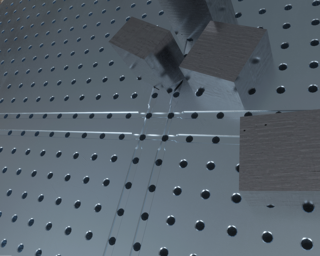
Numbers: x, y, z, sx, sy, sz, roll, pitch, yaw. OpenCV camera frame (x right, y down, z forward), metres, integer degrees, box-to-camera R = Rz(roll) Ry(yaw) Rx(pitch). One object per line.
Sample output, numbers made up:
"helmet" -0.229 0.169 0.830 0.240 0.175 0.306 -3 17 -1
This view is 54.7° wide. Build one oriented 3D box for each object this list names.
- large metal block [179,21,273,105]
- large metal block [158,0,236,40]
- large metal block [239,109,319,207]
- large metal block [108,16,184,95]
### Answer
"large metal block" 0.086 -0.086 0.399 0.080 0.050 0.080 24 75 36
"large metal block" 0.055 -0.174 0.450 0.080 0.080 0.050 20 72 35
"large metal block" 0.125 0.032 0.307 0.080 0.050 0.080 -5 59 25
"large metal block" -0.013 -0.103 0.441 0.080 0.080 0.050 34 81 38
